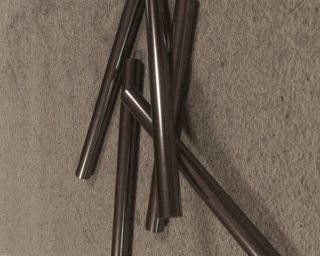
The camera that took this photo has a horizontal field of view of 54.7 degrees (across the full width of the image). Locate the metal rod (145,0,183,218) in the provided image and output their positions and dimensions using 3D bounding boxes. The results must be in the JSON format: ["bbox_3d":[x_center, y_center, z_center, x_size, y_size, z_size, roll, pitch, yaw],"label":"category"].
[{"bbox_3d":[0.001,-0.050,0.361,0.025,0.025,0.299,-20,65,38],"label":"metal rod"}]

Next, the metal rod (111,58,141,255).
[{"bbox_3d":[-0.049,0.053,0.443,0.025,0.025,0.298,7,94,39],"label":"metal rod"}]

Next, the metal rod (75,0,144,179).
[{"bbox_3d":[-0.077,-0.058,0.465,0.025,0.025,0.298,31,109,35],"label":"metal rod"}]

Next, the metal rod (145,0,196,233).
[{"bbox_3d":[0.013,-0.014,0.392,0.025,0.025,0.298,13,98,39],"label":"metal rod"}]

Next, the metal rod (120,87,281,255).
[{"bbox_3d":[0.051,0.065,0.340,0.300,0.025,0.025,50,119,21],"label":"metal rod"}]
